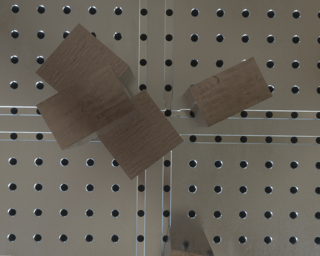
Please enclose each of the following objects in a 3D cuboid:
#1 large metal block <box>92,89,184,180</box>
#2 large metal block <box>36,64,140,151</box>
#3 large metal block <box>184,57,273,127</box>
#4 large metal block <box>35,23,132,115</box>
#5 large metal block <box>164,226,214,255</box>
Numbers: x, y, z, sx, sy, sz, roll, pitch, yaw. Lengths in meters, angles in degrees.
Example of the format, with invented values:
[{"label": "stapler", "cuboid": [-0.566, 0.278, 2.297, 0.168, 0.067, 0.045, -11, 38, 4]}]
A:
[{"label": "large metal block", "cuboid": [-0.027, 0.008, 0.401, 0.080, 0.050, 0.080, -37, 91, 0]}, {"label": "large metal block", "cuboid": [-0.071, -0.020, 0.335, 0.080, 0.080, 0.050, -30, 90, 0]}, {"label": "large metal block", "cuboid": [0.079, -0.041, 0.387, 0.080, 0.080, 0.050, -26, 90, 0]}, {"label": "large metal block", "cuboid": [-0.094, -0.071, 0.400, 0.080, 0.050, 0.080, 41, 90, -1]}, {"label": "large metal block", "cuboid": [0.029, 0.179, 0.386, 0.050, 0.080, 0.080, 11, 90, 0]}]
